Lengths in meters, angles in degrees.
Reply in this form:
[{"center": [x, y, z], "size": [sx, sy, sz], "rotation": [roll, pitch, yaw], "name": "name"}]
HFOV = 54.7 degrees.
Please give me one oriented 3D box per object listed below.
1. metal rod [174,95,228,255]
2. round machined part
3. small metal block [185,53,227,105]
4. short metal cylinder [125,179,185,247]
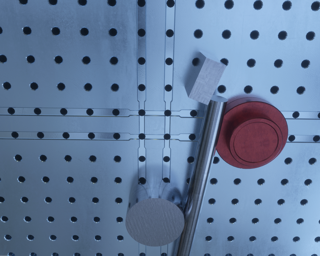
[{"center": [0.050, 0.098, 0.439], "size": [0.025, 0.025, 0.298], "rotation": [7, 114, -3], "name": "metal rod"}, {"center": [0.121, 0.012, 0.411], "size": [0.099, 0.042, 0.097], "rotation": [0, 110, -1], "name": "round machined part"}, {"center": [0.054, -0.061, 0.378], "size": [0.025, 0.050, 0.050], "rotation": [21, 109, -8], "name": "small metal block"}, {"center": [-0.007, 0.121, 0.445], "size": [0.081, 0.050, 0.079], "rotation": [0, 110, 0], "name": "short metal cylinder"}]
